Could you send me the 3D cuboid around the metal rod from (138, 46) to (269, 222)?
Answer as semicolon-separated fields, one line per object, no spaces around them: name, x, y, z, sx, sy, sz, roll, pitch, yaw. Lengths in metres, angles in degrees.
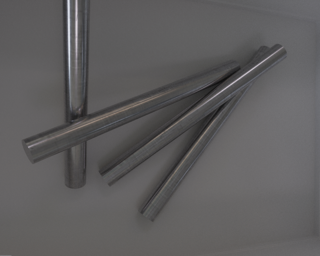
metal rod;0.072;0.000;0.436;0.025;0.025;0.300;42;77;-15

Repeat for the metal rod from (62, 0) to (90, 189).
metal rod;-0.084;-0.068;0.312;0.025;0.025;0.298;-2;117;-20

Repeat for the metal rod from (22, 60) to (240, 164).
metal rod;-0.008;-0.032;0.369;0.302;0.025;0.025;-25;99;-33

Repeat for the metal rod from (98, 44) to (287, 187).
metal rod;0.051;-0.023;0.413;0.301;0.025;0.025;-36;102;-11
